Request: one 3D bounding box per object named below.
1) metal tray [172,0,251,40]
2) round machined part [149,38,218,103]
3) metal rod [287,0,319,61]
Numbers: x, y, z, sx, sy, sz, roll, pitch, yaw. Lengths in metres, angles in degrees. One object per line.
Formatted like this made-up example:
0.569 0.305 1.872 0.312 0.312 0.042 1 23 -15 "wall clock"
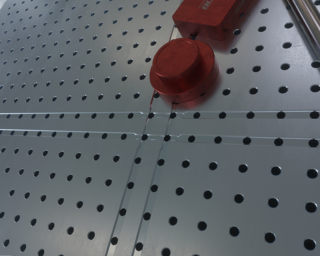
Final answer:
0.090 -0.202 0.482 0.090 0.030 0.130 25 75 36 "metal tray"
0.028 -0.087 0.436 0.098 0.042 0.098 -13 56 21 "round machined part"
0.186 -0.178 0.419 0.025 0.025 0.299 -19 54 17 "metal rod"
